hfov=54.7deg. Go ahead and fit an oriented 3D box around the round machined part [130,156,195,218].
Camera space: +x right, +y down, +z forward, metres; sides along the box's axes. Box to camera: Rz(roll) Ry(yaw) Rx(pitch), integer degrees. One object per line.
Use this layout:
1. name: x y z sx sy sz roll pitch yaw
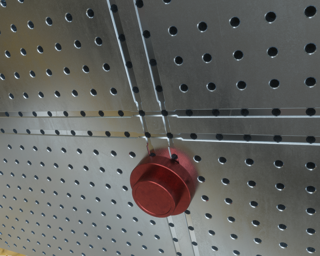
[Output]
1. round machined part: -0.002 0.093 0.457 0.098 0.042 0.097 13 124 20
